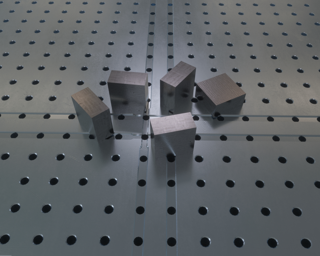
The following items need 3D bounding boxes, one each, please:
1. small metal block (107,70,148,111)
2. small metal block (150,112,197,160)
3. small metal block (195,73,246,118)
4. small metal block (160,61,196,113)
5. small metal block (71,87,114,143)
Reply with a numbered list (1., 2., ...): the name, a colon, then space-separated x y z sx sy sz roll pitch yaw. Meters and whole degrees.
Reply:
1. small metal block: -0.043 -0.052 0.435 0.050 0.050 0.025 6 50 5
2. small metal block: 0.015 0.010 0.383 0.050 0.050 0.025 -10 51 -8
3. small metal block: 0.086 -0.048 0.449 0.050 0.025 0.050 -22 53 -18
4. small metal block: 0.025 -0.058 0.441 0.025 0.050 0.050 30 56 23
5. small metal block: -0.088 -0.017 0.405 0.025 0.050 0.050 -33 57 -24
